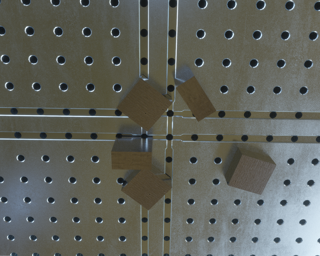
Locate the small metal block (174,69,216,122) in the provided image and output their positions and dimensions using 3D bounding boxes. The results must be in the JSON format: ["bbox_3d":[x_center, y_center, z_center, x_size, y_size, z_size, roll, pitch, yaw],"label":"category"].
[{"bbox_3d":[0.042,-0.042,0.385,0.025,0.050,0.050,-32,107,11],"label":"small metal block"}]

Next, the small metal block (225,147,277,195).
[{"bbox_3d":[0.126,0.061,0.437,0.050,0.025,0.050,17,109,-6],"label":"small metal block"}]

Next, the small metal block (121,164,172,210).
[{"bbox_3d":[-0.019,0.081,0.443,0.050,0.025,0.050,40,105,-13],"label":"small metal block"}]

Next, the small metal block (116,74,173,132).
[{"bbox_3d":[-0.020,-0.032,0.401,0.050,0.025,0.050,38,106,-13],"label":"small metal block"}]

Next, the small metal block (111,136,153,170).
[{"bbox_3d":[-0.035,0.032,0.412,0.050,0.050,0.025,1,110,-1],"label":"small metal block"}]
